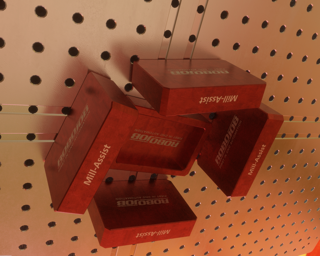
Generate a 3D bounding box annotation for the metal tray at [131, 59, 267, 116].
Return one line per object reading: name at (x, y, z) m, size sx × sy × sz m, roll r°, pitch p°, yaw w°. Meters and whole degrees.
metal tray at (0.043, -0.051, 0.360) m, size 0.131 × 0.090 × 0.030 m, roll -6°, pitch 121°, yaw -25°

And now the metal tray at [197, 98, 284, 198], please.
metal tray at (0.107, 0.021, 0.439) m, size 0.030 × 0.090 × 0.129 m, roll 4°, pitch 116°, yaw -31°

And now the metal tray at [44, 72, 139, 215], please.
metal tray at (-0.080, 0.015, 0.334) m, size 0.030 × 0.090 × 0.129 m, roll 20°, pitch 108°, yaw -35°

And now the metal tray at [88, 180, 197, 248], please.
metal tray at (-0.027, 0.111, 0.423) m, size 0.131 × 0.090 × 0.030 m, roll 4°, pitch 117°, yaw -30°

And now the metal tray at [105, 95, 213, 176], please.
metal tray at (-0.002, 0.015, 0.414) m, size 0.131 × 0.030 × 0.089 m, roll 12°, pitch 112°, yaw -34°
